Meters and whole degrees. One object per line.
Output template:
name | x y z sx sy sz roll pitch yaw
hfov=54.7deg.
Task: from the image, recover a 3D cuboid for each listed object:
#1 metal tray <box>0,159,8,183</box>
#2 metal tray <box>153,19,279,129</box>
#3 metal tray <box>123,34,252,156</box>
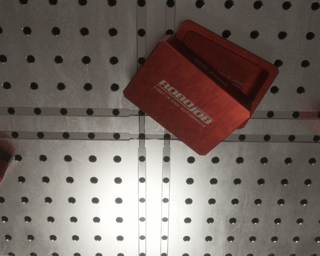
metal tray | -0.286 0.058 0.407 0.131 0.030 0.090 31 113 -26
metal tray | 0.067 -0.065 0.387 0.131 0.030 0.089 25 108 -10
metal tray | 0.032 -0.036 0.372 0.130 0.030 0.090 38 126 -6
